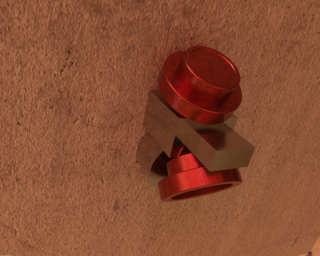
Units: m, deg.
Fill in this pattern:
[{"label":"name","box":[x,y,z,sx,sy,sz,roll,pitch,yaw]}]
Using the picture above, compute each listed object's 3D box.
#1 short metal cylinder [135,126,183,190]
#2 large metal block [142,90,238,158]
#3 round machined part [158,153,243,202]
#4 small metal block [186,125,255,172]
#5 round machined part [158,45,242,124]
[{"label":"short metal cylinder","box":[0.013,0.041,0.427,0.081,0.050,0.079,-14,125,-21]},{"label":"large metal block","box":[0.034,-0.008,0.387,0.081,0.080,0.050,-2,120,-28]},{"label":"round machined part","box":[0.045,0.057,0.373,0.099,0.042,0.098,-11,161,-4]},{"label":"small metal block","box":[0.064,0.020,0.337,0.050,0.050,0.025,-3,119,-27]},{"label":"round machined part","box":[0.051,-0.055,0.351,0.099,0.098,0.042,-2,145,-28]}]
